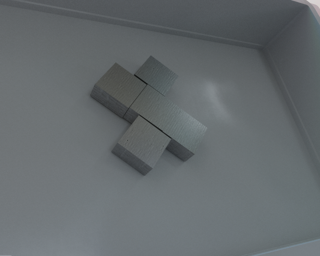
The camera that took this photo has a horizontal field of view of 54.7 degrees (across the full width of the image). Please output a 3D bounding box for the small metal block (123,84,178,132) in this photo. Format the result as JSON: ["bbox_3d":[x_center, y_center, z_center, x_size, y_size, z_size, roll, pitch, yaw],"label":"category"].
[{"bbox_3d":[-0.012,-0.022,0.409,0.050,0.025,0.050,36,51,-5],"label":"small metal block"}]

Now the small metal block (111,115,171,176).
[{"bbox_3d":[-0.022,0.021,0.379,0.050,0.025,0.050,37,52,-4],"label":"small metal block"}]

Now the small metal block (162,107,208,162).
[{"bbox_3d":[0.029,0.008,0.413,0.050,0.025,0.050,36,51,-5],"label":"small metal block"}]

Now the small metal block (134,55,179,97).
[{"bbox_3d":[-0.009,-0.067,0.439,0.050,0.025,0.050,36,50,-4],"label":"small metal block"}]

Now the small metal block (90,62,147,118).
[{"bbox_3d":[-0.054,-0.050,0.404,0.050,0.025,0.050,36,51,-5],"label":"small metal block"}]
